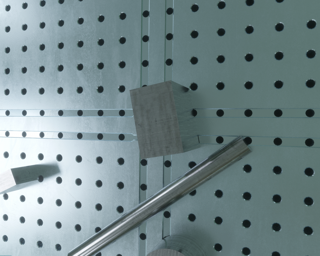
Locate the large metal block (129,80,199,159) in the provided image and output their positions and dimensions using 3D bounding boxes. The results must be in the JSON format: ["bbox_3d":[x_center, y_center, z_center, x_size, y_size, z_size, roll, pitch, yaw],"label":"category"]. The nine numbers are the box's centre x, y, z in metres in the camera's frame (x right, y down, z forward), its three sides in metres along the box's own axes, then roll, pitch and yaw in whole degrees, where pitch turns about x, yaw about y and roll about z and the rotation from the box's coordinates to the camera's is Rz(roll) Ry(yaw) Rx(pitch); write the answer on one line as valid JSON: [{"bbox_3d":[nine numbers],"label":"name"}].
[{"bbox_3d":[0.009,-0.009,0.380,0.050,0.080,0.080,-11,87,19],"label":"large metal block"}]

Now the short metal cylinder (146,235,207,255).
[{"bbox_3d":[0.019,0.183,0.392,0.080,0.050,0.079,0,90,19],"label":"short metal cylinder"}]

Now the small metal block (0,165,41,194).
[{"bbox_3d":[-0.224,0.080,0.476,0.050,0.050,0.025,-26,82,18],"label":"small metal block"}]

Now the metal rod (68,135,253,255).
[{"bbox_3d":[-0.011,0.105,0.415,0.300,0.025,0.025,-37,79,15],"label":"metal rod"}]
